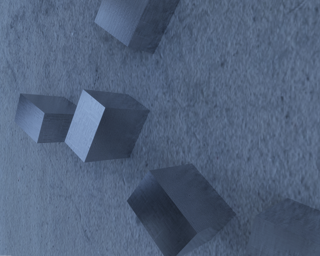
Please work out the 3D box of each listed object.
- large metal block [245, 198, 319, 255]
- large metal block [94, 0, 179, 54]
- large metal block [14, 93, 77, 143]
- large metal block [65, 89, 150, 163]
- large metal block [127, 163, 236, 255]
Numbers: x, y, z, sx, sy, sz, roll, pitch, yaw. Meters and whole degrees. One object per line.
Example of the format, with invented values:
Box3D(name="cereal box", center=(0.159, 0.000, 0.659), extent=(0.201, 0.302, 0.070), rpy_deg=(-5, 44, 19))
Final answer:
Box3D(name="large metal block", center=(0.115, 0.116, 0.274), extent=(0.050, 0.081, 0.079), rpy_deg=(19, 102, 38))
Box3D(name="large metal block", center=(-0.032, -0.157, 0.413), extent=(0.080, 0.050, 0.079), rpy_deg=(42, 115, 31))
Box3D(name="large metal block", center=(-0.180, -0.017, 0.514), extent=(0.080, 0.081, 0.050), rpy_deg=(32, 110, 35))
Box3D(name="large metal block", center=(-0.072, -0.003, 0.426), extent=(0.050, 0.081, 0.079), rpy_deg=(38, 113, 33))
Box3D(name="large metal block", center=(0.024, 0.089, 0.347), extent=(0.080, 0.081, 0.050), rpy_deg=(49, 119, 28))
